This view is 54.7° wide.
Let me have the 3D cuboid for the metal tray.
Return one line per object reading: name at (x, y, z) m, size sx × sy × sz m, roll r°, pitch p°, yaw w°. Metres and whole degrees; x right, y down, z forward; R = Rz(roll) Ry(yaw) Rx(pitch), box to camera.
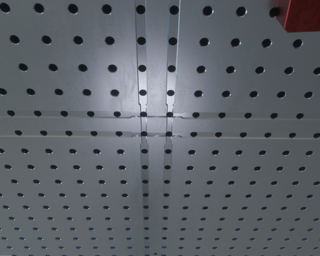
metal tray at (0.186, -0.141, 0.290) m, size 0.131 × 0.030 × 0.089 m, roll -2°, pitch 130°, yaw 1°
